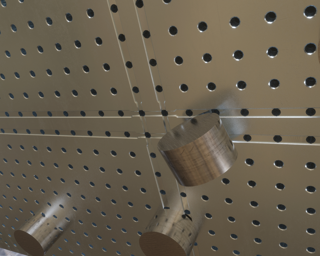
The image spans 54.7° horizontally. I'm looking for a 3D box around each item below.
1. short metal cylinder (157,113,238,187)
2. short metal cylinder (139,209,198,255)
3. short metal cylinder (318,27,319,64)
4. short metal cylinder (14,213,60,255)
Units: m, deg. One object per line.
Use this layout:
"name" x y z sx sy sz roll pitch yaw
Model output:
"short metal cylinder" 0.044 0.024 0.367 0.080 0.080 0.050 -19 108 35
"short metal cylinder" 0.014 0.177 0.496 0.080 0.050 0.079 13 124 20
"short metal cylinder" 0.176 -0.074 0.256 0.080 0.050 0.079 13 124 20
"short metal cylinder" -0.269 0.235 0.679 0.080 0.050 0.079 13 124 20
